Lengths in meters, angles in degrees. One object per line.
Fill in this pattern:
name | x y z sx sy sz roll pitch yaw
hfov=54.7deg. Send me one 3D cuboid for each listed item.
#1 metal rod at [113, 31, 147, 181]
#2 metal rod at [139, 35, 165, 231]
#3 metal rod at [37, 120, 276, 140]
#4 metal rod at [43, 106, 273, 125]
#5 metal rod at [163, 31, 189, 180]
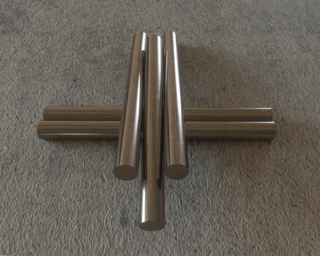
metal rod | -0.034 -0.055 0.423 0.025 0.025 0.300 0 42 0
metal rod | -0.008 -0.022 0.389 0.025 0.025 0.300 0 50 -1
metal rod | -0.004 0.003 0.403 0.302 0.025 0.025 0 50 -1
metal rod | -0.002 -0.016 0.419 0.302 0.025 0.025 0 50 -1
metal rod | 0.017 -0.056 0.424 0.025 0.025 0.300 0 42 0
